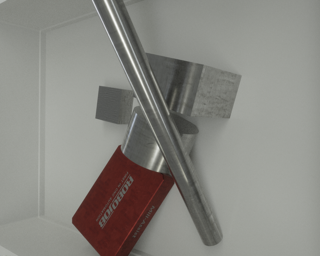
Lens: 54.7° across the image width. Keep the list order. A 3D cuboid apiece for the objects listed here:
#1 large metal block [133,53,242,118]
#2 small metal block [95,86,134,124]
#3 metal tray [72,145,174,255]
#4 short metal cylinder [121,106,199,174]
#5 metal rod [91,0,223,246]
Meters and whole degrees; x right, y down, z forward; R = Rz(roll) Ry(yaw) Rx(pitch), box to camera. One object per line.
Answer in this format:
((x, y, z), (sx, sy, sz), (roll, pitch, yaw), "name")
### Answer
((0.031, -0.047, 0.344), (0.080, 0.081, 0.050), (22, 104, 37), "large metal block")
((-0.067, -0.034, 0.460), (0.050, 0.025, 0.050), (14, 99, 39), "small metal block")
((-0.052, 0.099, 0.416), (0.090, 0.030, 0.130), (32, 89, 35), "metal tray")
((-0.001, 0.012, 0.370), (0.080, 0.081, 0.050), (32, 110, 35), "short metal cylinder")
((0.003, -0.001, 0.309), (0.025, 0.025, 0.299), (-7, 115, 39), "metal rod")
